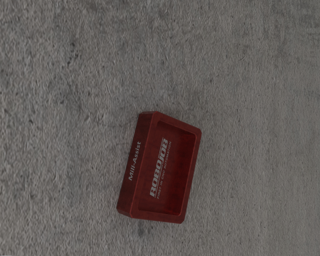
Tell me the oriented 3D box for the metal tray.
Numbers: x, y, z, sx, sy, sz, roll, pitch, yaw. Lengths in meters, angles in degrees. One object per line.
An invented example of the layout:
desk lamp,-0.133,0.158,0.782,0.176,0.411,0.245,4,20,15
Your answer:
metal tray,0.003,0.052,0.402,0.090,0.030,0.130,21,77,-38
